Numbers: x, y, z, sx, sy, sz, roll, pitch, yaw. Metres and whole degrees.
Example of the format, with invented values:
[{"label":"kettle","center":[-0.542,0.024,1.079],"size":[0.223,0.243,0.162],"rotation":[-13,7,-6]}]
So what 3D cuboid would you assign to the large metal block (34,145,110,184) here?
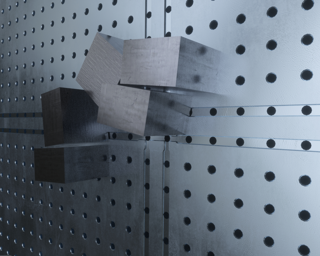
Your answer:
[{"label":"large metal block","center":[-0.137,0.054,0.484],"size":[0.080,0.081,0.050],"rotation":[-4,88,39]}]

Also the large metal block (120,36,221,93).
[{"label":"large metal block","center":[0.013,-0.071,0.361],"size":[0.080,0.081,0.050],"rotation":[10,96,39]}]

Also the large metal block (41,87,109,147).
[{"label":"large metal block","center":[-0.130,-0.015,0.478],"size":[0.050,0.081,0.080],"rotation":[-10,84,39]}]

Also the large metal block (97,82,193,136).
[{"label":"large metal block","center":[-0.019,-0.023,0.387],"size":[0.080,0.081,0.050],"rotation":[15,100,38]}]

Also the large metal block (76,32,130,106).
[{"label":"large metal block","center":[-0.066,-0.078,0.446],"size":[0.080,0.050,0.080],"rotation":[46,117,30]}]
